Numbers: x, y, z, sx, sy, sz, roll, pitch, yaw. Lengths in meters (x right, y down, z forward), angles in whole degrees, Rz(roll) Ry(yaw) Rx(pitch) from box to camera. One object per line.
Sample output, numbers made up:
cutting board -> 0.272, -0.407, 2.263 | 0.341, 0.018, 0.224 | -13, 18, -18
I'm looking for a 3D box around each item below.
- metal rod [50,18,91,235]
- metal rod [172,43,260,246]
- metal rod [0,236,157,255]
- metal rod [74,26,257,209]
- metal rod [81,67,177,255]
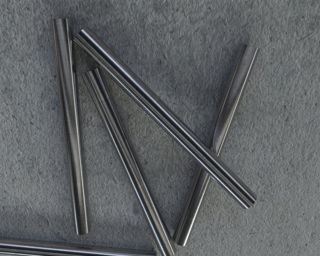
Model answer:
metal rod -> -0.116, 0.012, 0.412 | 0.025, 0.025, 0.298 | 0, 110, 0
metal rod -> 0.070, 0.036, 0.423 | 0.025, 0.025, 0.298 | 14, 109, -5
metal rod -> -0.157, 0.189, 0.477 | 0.302, 0.025, 0.025 | 7, 110, -3
metal rod -> 0.012, -0.007, 0.388 | 0.025, 0.025, 0.300 | -43, 98, 14
metal rod -> -0.036, 0.060, 0.431 | 0.025, 0.025, 0.299 | -18, 109, 6
